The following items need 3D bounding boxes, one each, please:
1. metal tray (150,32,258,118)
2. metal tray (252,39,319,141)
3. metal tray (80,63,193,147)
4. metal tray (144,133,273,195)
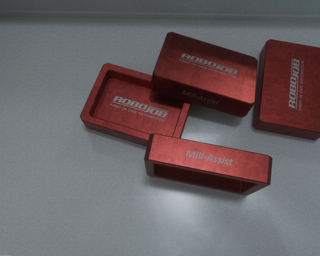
[{"bbox_3d":[0.061,-0.073,0.414,0.131,0.030,0.090,17,54,-1],"label":"metal tray"},{"bbox_3d":[0.183,-0.055,0.429,0.091,0.030,0.130,11,70,3],"label":"metal tray"},{"bbox_3d":[-0.028,-0.027,0.416,0.131,0.030,0.090,17,71,5],"label":"metal tray"},{"bbox_3d":[0.050,0.045,0.359,0.131,0.090,0.030,11,71,3],"label":"metal tray"}]
